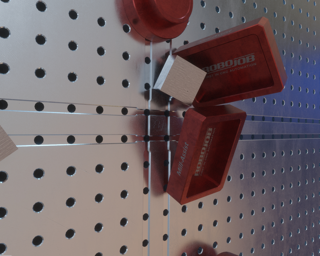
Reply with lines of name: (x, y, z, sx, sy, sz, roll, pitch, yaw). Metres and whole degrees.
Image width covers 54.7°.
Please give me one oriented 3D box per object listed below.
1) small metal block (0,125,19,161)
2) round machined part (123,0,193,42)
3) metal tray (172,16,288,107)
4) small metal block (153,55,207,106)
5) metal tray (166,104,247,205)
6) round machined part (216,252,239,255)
small metal block: (-0.165, 0.013, 0.271, 0.050, 0.025, 0.050, -42, 116, -32)
round machined part: (0.005, -0.165, 0.402, 0.099, 0.042, 0.097, 0, 90, -40)
metal tray: (0.089, -0.081, 0.413, 0.030, 0.130, 0.090, -52, 122, -45)
small metal block: (0.027, -0.064, 0.416, 0.050, 0.025, 0.050, 25, 91, -26)
metal tray: (0.063, 0.035, 0.425, 0.091, 0.030, 0.129, -8, 120, -40)
round machined part: (0.093, 0.240, 0.476, 0.099, 0.042, 0.097, 0, 90, -40)
